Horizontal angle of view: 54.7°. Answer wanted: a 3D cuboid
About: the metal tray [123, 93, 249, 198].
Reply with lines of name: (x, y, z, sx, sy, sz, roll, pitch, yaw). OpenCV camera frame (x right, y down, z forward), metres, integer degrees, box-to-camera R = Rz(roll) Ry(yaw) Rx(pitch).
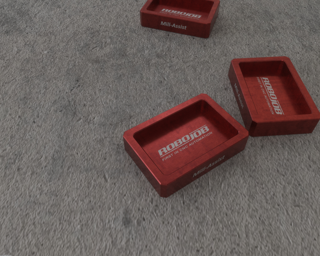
metal tray: (0.032, 0.016, 0.386, 0.131, 0.030, 0.090, -27, 55, -21)

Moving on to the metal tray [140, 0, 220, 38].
metal tray: (0.039, -0.216, 0.581, 0.131, 0.030, 0.090, 15, 51, 12)

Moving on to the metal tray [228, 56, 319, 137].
metal tray: (0.157, -0.049, 0.441, 0.091, 0.030, 0.130, -3, 50, -3)
